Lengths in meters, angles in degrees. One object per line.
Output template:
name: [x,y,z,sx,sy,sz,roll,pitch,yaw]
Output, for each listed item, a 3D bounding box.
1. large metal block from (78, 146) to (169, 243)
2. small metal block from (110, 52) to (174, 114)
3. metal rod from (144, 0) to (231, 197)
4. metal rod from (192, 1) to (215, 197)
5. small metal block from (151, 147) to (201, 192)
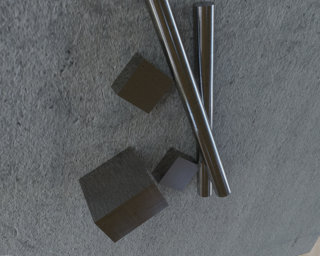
large metal block: [-0.048,0.082,0.397,0.080,0.080,0.050,-33,129,-7]
small metal block: [-0.021,-0.052,0.365,0.050,0.025,0.050,31,101,-38]
metal rod: [0.046,-0.020,0.398,0.025,0.025,0.299,-30,122,-10]
metal rod: [0.062,-0.017,0.432,0.025,0.025,0.298,-19,126,-18]
small metal block: [0.024,0.062,0.461,0.050,0.025,0.050,27,103,-38]
